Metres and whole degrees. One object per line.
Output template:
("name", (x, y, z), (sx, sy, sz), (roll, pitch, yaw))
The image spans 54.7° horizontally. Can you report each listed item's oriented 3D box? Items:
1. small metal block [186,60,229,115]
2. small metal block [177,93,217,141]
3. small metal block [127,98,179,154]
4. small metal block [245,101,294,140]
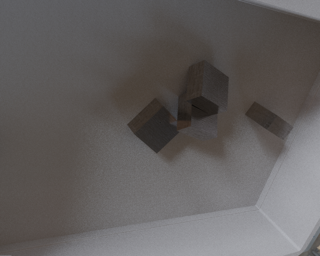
("small metal block", (0.062, -0.050, 0.396), (0.050, 0.025, 0.050), (25, 63, -37))
("small metal block", (0.050, -0.015, 0.411), (0.050, 0.025, 0.050), (21, 62, -36))
("small metal block", (-0.005, -0.002, 0.406), (0.050, 0.025, 0.050), (-44, 130, 2))
("small metal block", (0.169, -0.011, 0.481), (0.050, 0.050, 0.025), (25, 105, -37))
